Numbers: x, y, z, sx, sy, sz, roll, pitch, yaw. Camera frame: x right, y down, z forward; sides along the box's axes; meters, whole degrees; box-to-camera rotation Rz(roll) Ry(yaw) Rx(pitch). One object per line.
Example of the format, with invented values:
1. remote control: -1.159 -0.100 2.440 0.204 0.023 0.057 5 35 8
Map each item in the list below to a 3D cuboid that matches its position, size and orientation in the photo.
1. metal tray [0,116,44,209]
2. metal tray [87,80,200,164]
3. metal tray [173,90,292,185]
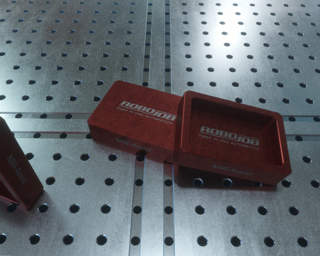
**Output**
1. metal tray: -0.181 0.028 0.314 0.090 0.129 0.030 18 52 14
2. metal tray: -0.017 -0.011 0.414 0.131 0.030 0.090 16 52 13
3. metal tray: 0.085 0.011 0.371 0.131 0.030 0.090 13 54 -8
